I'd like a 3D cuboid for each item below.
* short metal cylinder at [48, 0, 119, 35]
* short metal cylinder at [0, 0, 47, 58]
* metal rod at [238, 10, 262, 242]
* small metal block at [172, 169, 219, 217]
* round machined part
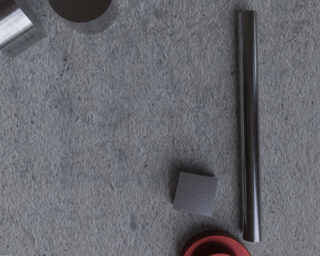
[{"bbox_3d":[-0.096,-0.166,0.396,0.081,0.050,0.079,0,90,0],"label":"short metal cylinder"},{"bbox_3d":[-0.187,-0.134,0.381,0.050,0.080,0.080,-34,90,0],"label":"short metal cylinder"},{"bbox_3d":[0.119,-0.002,0.410,0.025,0.025,0.298,-1,90,0],"label":"metal rod"},{"bbox_3d":[0.046,0.085,0.410,0.050,0.025,0.050,11,90,0],"label":"small metal block"},{"bbox_3d":[0.074,0.188,0.402,0.099,0.042,0.097,0,90,0],"label":"round machined part"}]
